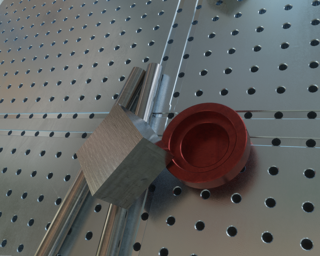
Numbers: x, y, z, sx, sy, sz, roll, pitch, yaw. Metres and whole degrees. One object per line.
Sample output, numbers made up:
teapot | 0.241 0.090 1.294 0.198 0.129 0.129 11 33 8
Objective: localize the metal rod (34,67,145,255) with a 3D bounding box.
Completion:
metal rod | -0.089 0.043 0.426 0.025 0.025 0.300 12 67 33

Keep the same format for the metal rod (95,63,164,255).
metal rod | -0.037 0.041 0.400 0.025 0.025 0.300 -2 61 27

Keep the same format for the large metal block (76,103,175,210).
large metal block | -0.043 0.031 0.353 0.080 0.050 0.080 -49 39 7

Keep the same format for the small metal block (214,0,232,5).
small metal block | 0.103 -0.230 0.494 0.050 0.025 0.050 -44 51 -3

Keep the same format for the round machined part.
round machined part | 0.054 0.023 0.354 0.098 0.042 0.098 -13 56 20
